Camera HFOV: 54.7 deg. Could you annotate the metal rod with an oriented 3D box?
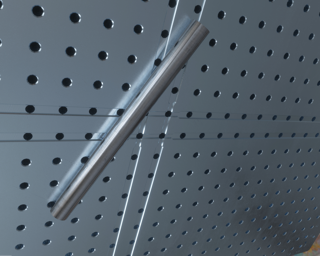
[{"bbox_3d":[-0.043,-0.004,0.386,0.025,0.025,0.299,31,101,-38],"label":"metal rod"}]
